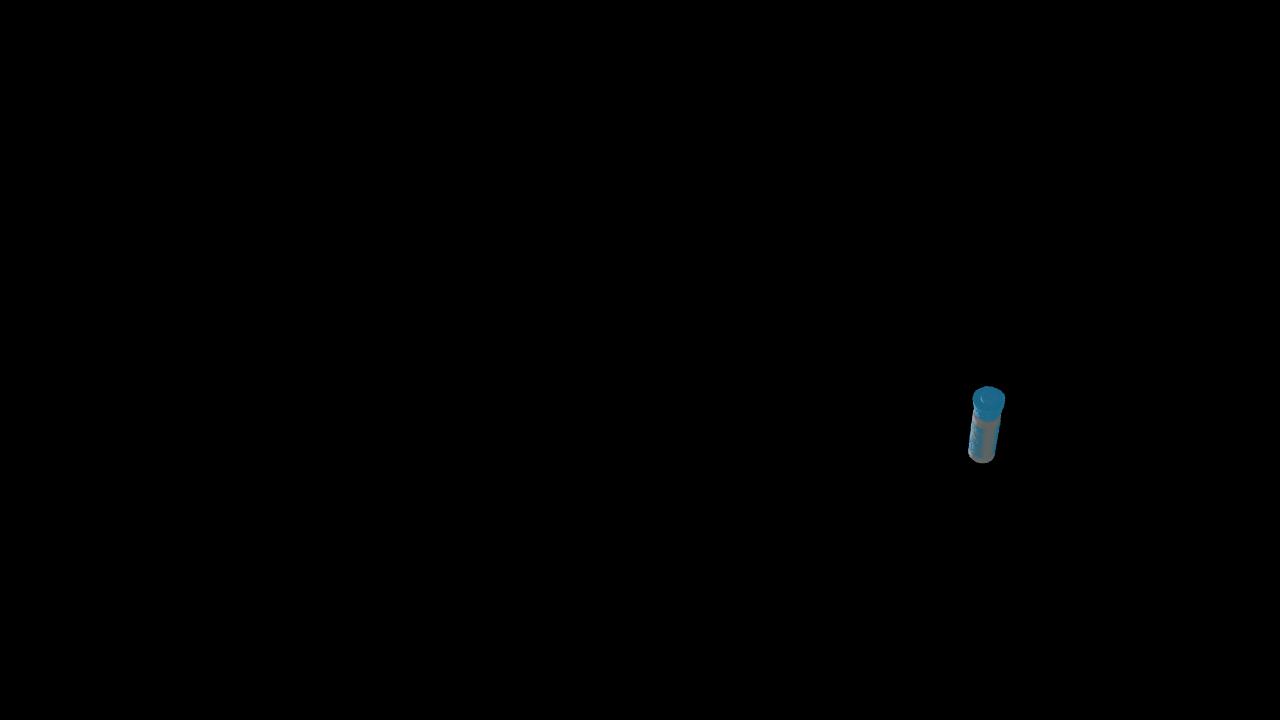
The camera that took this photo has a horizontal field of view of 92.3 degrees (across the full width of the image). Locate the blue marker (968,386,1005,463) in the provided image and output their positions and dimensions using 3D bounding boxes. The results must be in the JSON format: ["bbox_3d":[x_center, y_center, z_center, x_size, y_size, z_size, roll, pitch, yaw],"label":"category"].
[{"bbox_3d":[0.250,0.049,0.445,0.020,0.020,0.121,0,-25,26],"label":"blue marker"}]
